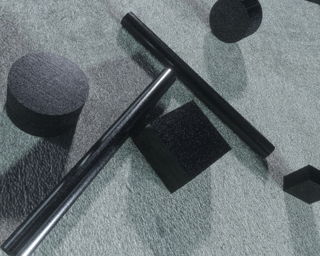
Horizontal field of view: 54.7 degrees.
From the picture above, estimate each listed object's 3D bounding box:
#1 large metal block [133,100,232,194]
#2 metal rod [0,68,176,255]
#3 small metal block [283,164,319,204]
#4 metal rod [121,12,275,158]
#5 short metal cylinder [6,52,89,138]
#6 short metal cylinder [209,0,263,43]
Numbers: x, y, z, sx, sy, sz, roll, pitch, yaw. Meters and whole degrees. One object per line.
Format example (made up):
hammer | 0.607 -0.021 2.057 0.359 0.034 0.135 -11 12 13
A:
large metal block | 0.028 0.022 0.390 0.081 0.050 0.080 -30 78 -38
metal rod | -0.058 0.017 0.362 0.025 0.025 0.301 39 51 -2
small metal block | 0.219 0.084 0.454 0.050 0.050 0.025 27 52 -11
metal rod | 0.057 -0.066 0.474 0.300 0.025 0.025 44 51 2
short metal cylinder | -0.125 -0.036 0.343 0.081 0.050 0.080 14 56 -21
short metal cylinder | 0.138 -0.201 0.565 0.050 0.080 0.080 -34 81 -38
